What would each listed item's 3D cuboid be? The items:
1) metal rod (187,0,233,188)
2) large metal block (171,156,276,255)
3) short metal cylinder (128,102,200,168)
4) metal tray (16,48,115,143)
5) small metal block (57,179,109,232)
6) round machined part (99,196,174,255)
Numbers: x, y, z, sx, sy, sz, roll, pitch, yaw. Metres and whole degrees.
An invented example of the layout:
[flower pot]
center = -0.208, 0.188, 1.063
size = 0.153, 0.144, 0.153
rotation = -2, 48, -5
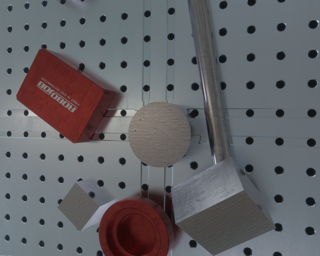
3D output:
[metal rod]
center = 0.061, -0.075, 0.391
size = 0.025, 0.025, 0.298
rotation = -9, 87, 19
[large metal block]
center = 0.070, 0.091, 0.353
size = 0.080, 0.050, 0.080
rotation = -32, 122, 17
[short metal cylinder]
center = 0.007, 0.008, 0.397
size = 0.080, 0.050, 0.079
rotation = 0, 90, 19
[metal tray]
center = -0.143, -0.048, 0.460
size = 0.130, 0.030, 0.090
rotation = 34, 101, 16
[small metal block]
center = -0.112, 0.112, 0.452
size = 0.050, 0.025, 0.050
rotation = 41, 103, 15
[round machined part]
center = -0.028, 0.139, 0.413
size = 0.098, 0.042, 0.097
rotation = 0, 90, 19
